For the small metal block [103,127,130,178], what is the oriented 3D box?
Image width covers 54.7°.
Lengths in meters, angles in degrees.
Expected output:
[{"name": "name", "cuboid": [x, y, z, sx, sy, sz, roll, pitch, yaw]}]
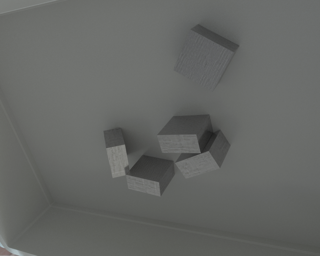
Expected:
[{"name": "small metal block", "cuboid": [-0.062, 0.035, 0.444, 0.025, 0.050, 0.050, -11, 119, -9]}]

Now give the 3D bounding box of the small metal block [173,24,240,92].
[{"name": "small metal block", "cuboid": [0.049, -0.076, 0.336, 0.050, 0.025, 0.050, 31, 128, 8]}]

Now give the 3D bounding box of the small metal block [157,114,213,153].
[{"name": "small metal block", "cuboid": [0.032, 0.007, 0.380, 0.050, 0.050, 0.025, -2, 118, 29]}]

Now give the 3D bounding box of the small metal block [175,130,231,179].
[{"name": "small metal block", "cuboid": [0.054, 0.032, 0.384, 0.050, 0.050, 0.025, -25, 105, 37]}]

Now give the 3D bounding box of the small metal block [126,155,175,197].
[{"name": "small metal block", "cuboid": [-0.012, 0.066, 0.440, 0.050, 0.050, 0.025, 9, 122, 23]}]
